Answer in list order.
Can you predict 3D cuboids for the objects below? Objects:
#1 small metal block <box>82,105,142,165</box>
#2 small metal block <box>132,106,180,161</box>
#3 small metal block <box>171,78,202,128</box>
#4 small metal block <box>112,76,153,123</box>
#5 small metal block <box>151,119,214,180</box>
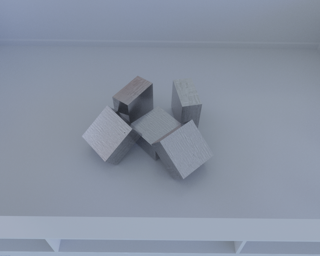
[{"bbox_3d":[-0.059,0.009,0.380,0.050,0.025,0.050,41,94,29],"label":"small metal block"},{"bbox_3d":[-0.004,0.006,0.397,0.050,0.025,0.050,-35,58,-26],"label":"small metal block"},{"bbox_3d":[0.034,-0.030,0.412,0.025,0.050,0.050,-8,50,-8],"label":"small metal block"},{"bbox_3d":[-0.034,-0.033,0.413,0.025,0.050,0.050,29,56,22],"label":"small metal block"},{"bbox_3d":[0.027,0.026,0.365,0.050,0.025,0.050,-34,95,-26],"label":"small metal block"}]
